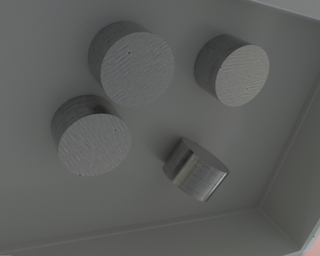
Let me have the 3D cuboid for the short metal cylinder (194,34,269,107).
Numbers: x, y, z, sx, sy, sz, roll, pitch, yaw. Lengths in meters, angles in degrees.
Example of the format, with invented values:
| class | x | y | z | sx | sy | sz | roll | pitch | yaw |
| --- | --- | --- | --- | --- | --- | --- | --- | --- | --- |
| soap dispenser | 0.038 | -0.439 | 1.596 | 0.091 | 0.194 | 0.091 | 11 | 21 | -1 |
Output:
| class | x | y | z | sx | sy | sz | roll | pitch | yaw |
| --- | --- | --- | --- | --- | --- | --- | --- | --- | --- |
| short metal cylinder | 0.091 | -0.074 | 0.399 | 0.081 | 0.050 | 0.079 | -14 | 125 | -21 |

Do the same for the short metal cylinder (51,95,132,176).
| class | x | y | z | sx | sy | sz | roll | pitch | yaw |
| --- | --- | --- | --- | --- | --- | --- | --- | --- | --- |
| short metal cylinder | -0.079 | 0.008 | 0.355 | 0.081 | 0.050 | 0.079 | -14 | 125 | -21 |

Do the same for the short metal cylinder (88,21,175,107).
| class | x | y | z | sx | sy | sz | roll | pitch | yaw |
| --- | --- | --- | --- | --- | --- | --- | --- | --- | --- |
| short metal cylinder | -0.032 | -0.069 | 0.334 | 0.081 | 0.050 | 0.079 | -14 | 125 | -21 |

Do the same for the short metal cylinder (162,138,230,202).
| class | x | y | z | sx | sy | sz | roll | pitch | yaw |
| --- | --- | --- | --- | --- | --- | --- | --- | --- | --- |
| short metal cylinder | 0.051 | 0.058 | 0.439 | 0.080 | 0.080 | 0.050 | 26 | 104 | -38 |
